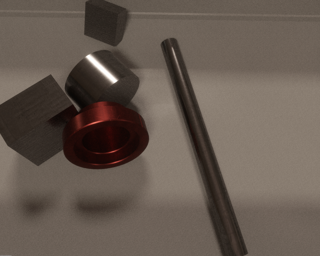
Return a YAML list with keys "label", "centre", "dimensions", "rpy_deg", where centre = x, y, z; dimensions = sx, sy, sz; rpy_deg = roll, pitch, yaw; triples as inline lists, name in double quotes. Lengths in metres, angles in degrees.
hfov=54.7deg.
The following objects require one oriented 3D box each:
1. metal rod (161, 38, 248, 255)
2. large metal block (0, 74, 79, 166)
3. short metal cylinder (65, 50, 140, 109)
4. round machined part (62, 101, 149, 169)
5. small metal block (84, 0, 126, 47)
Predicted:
- label: "metal rod"
  centre: [0.051, 0.012, 0.405]
  dimensions: [0.025, 0.025, 0.299]
  rpy_deg: [-14, 71, -5]
- label: "large metal block"
  centre: [-0.142, -0.007, 0.379]
  dimensions: [0.080, 0.080, 0.050]
  rpy_deg: [-36, 70, -12]
- label: "short metal cylinder"
  centre: [-0.073, -0.053, 0.399]
  dimensions: [0.080, 0.080, 0.050]
  rpy_deg: [-42, 76, -14]
- label: "round machined part"
  centre: [-0.066, 0.006, 0.371]
  dimensions: [0.099, 0.098, 0.042]
  rpy_deg: [-14, 54, -5]
- label: "small metal block"
  centre: [-0.080, -0.154, 0.448]
  dimensions: [0.050, 0.050, 0.025]
  rpy_deg: [23, 43, 8]
